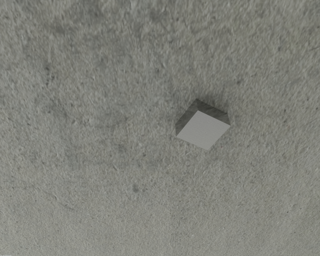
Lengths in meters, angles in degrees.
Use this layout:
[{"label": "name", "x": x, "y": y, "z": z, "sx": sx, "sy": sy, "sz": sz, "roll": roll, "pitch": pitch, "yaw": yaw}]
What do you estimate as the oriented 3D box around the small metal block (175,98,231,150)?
[{"label": "small metal block", "x": 0.055, "y": -0.004, "z": 0.405, "sx": 0.050, "sy": 0.025, "sz": 0.050, "roll": 23, "pitch": 126, "yaw": -19}]
